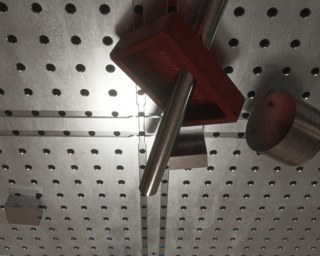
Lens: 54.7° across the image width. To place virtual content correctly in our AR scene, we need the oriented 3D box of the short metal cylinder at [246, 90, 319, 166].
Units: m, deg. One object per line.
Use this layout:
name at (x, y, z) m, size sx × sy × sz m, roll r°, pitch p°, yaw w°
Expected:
short metal cylinder at (0.152, 0.001, 0.379) m, size 0.050 × 0.080 × 0.080 m, roll 24°, pitch 126°, yaw -19°

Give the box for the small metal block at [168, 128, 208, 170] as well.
small metal block at (0.036, 0.028, 0.420) m, size 0.050 × 0.050 × 0.025 m, roll -5°, pitch 130°, yaw 4°

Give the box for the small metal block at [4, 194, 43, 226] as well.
small metal block at (-0.231, 0.140, 0.528) m, size 0.050 × 0.025 × 0.050 m, roll 6°, pitch 130°, yaw -6°

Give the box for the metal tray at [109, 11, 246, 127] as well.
metal tray at (0.020, -0.053, 0.335) m, size 0.090 × 0.030 × 0.130 m, roll -5°, pitch 140°, yaw 48°

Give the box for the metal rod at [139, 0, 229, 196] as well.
metal rod at (0.025, -0.042, 0.343) m, size 0.025 × 0.025 × 0.298 m, roll 13°, pitch 119°, yaw -11°
